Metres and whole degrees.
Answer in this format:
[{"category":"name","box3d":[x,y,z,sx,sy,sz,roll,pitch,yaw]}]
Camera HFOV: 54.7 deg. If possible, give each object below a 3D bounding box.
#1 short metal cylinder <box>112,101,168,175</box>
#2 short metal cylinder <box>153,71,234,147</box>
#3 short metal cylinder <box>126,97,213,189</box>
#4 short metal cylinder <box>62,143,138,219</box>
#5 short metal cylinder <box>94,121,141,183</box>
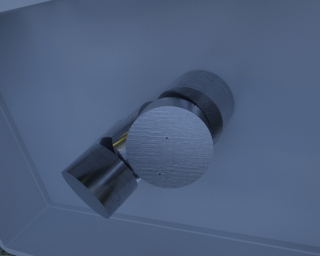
[{"category":"short metal cylinder","box3d":[-0.011,0.014,0.384,0.050,0.080,0.080,-33,100,38]},{"category":"short metal cylinder","box3d":[0.039,-0.020,0.357,0.080,0.050,0.079,13,124,20]},{"category":"short metal cylinder","box3d":[0.011,0.013,0.307,0.080,0.050,0.079,1,105,5]},{"category":"short metal cylinder","box3d":[-0.075,0.066,0.385,0.080,0.050,0.080,32,150,22]},{"category":"short metal cylinder","box3d":[-0.049,0.035,0.436,0.080,0.050,0.079,13,124,20]}]
